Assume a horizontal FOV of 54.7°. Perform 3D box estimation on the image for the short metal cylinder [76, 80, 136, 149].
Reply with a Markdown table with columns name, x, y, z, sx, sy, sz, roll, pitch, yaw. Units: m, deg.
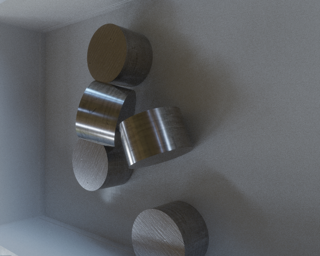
| name | x | y | z | sx | sy | sz | roll | pitch | yaw |
| --- | --- | --- | --- | --- | --- | --- | --- | --- | --- |
| short metal cylinder | -0.069 | -0.018 | 0.407 | 0.050 | 0.080 | 0.079 | 16 | 102 | 7 |

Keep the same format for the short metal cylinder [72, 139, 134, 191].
| name | x | y | z | sx | sy | sz | roll | pitch | yaw |
| --- | --- | --- | --- | --- | --- | --- | --- | --- | --- |
| short metal cylinder | -0.084 | 0.049 | 0.457 | 0.080 | 0.050 | 0.079 | 0 | 90 | 39 |

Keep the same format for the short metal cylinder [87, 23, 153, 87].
| name | x | y | z | sx | sy | sz | roll | pitch | yaw |
| --- | --- | --- | --- | --- | --- | --- | --- | --- | --- |
| short metal cylinder | -0.057 | -0.100 | 0.435 | 0.080 | 0.050 | 0.079 | 0 | 90 | 39 |

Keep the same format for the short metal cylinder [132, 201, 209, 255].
| name | x | y | z | sx | sy | sz | roll | pitch | yaw |
| --- | --- | --- | --- | --- | --- | --- | --- | --- | --- |
| short metal cylinder | 0.012 | 0.134 | 0.379 | 0.080 | 0.050 | 0.079 | 0 | 90 | 39 |

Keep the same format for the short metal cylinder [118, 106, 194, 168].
| name | x | y | z | sx | sy | sz | roll | pitch | yaw |
| --- | --- | --- | --- | --- | --- | --- | --- | --- | --- |
| short metal cylinder | -0.006 | 0.013 | 0.374 | 0.080 | 0.081 | 0.050 | -28 | 73 | 36 |
